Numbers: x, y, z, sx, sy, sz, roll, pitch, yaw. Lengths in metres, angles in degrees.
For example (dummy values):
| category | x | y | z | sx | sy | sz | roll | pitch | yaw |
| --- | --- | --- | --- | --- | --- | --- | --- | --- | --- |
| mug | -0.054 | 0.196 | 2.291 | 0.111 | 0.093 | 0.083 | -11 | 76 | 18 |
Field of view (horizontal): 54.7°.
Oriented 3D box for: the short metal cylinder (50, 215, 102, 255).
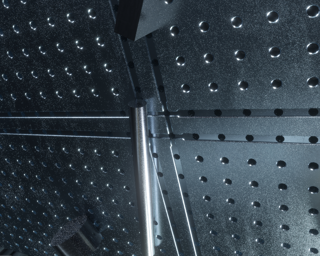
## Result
| category | x | y | z | sx | sy | sz | roll | pitch | yaw |
| --- | --- | --- | --- | --- | --- | --- | --- | --- | --- |
| short metal cylinder | -0.159 | 0.213 | 0.591 | 0.080 | 0.080 | 0.050 | -23 | 106 | 36 |

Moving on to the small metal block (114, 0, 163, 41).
| category | x | y | z | sx | sy | sz | roll | pitch | yaw |
| --- | --- | --- | --- | --- | --- | --- | --- | --- | --- |
| small metal block | -0.021 | -0.126 | 0.328 | 0.025 | 0.050 | 0.050 | 27 | 128 | 11 |

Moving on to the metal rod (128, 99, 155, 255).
| category | x | y | z | sx | sy | sz | roll | pitch | yaw |
| --- | --- | --- | --- | --- | --- | --- | --- | --- | --- |
| metal rod | -0.025 | 0.095 | 0.483 | 0.025 | 0.025 | 0.298 | 12 | 124 | 22 |
